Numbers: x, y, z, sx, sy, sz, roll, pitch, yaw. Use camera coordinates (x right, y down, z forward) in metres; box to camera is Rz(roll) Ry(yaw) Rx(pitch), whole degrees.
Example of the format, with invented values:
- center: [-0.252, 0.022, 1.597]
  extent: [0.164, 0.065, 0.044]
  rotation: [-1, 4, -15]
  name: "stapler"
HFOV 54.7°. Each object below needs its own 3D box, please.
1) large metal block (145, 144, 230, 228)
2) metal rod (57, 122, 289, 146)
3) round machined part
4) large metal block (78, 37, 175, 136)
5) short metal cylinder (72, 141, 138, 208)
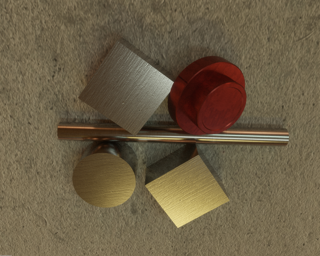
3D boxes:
- center: [0.036, 0.076, 0.426]
  extent: [0.080, 0.050, 0.080]
  rotation: [-31, 108, 10]
  name: "large metal block"
- center: [0.018, 0.008, 0.415]
  extent: [0.302, 0.025, 0.025]
  rotation: [2, 110, -1]
  name: "metal rod"
- center: [0.062, -0.031, 0.366]
  extent: [0.099, 0.042, 0.097]
  rotation: [-17, 130, -22]
  name: "round machined part"
- center: [-0.038, -0.051, 0.376]
  extent: [0.080, 0.050, 0.080]
  rotation: [35, 106, -12]
  name: "large metal block"
- center: [-0.071, 0.059, 0.418]
  extent: [0.081, 0.050, 0.079]
  rotation: [0, 110, -1]
  name: "short metal cylinder"
